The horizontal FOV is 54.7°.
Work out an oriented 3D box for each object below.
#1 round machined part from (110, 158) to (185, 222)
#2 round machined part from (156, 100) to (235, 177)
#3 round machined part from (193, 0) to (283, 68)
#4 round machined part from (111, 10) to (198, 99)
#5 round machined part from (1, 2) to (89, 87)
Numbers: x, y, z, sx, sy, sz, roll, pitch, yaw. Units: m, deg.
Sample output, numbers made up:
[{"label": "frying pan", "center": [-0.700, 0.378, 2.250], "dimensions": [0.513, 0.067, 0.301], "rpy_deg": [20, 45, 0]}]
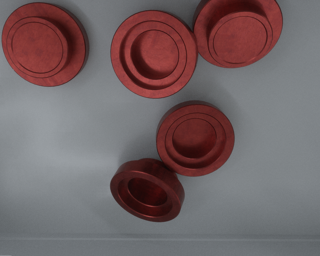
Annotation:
[{"label": "round machined part", "center": [-0.014, 0.079, 0.418], "dimensions": [0.098, 0.042, 0.097], "rpy_deg": [12, 130, 15]}, {"label": "round machined part", "center": [0.044, 0.011, 0.405], "dimensions": [0.099, 0.042, 0.097], "rpy_deg": [-1, 109, -2]}, {"label": "round machined part", "center": [0.086, -0.107, 0.345], "dimensions": [0.099, 0.042, 0.097], "rpy_deg": [1, 135, 1]}, {"label": "round machined part", "center": [-0.004, -0.087, 0.364], "dimensions": [0.098, 0.042, 0.097], "rpy_deg": [4, 112, 10]}, {"label": "round machined part", "center": [-0.137, -0.096, 0.365], "dimensions": [0.099, 0.042, 0.097], "rpy_deg": [0, 110, -1]}]
